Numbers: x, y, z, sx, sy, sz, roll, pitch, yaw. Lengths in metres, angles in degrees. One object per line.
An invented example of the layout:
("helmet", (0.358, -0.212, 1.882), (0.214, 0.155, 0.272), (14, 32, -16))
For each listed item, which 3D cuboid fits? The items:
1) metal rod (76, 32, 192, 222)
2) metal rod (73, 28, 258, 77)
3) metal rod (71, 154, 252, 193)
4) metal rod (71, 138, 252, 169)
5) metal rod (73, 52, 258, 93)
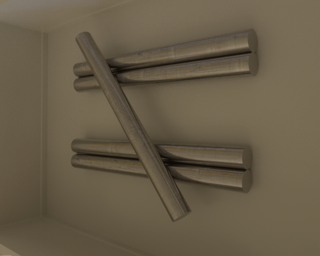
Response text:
("metal rod", (-0.045, -0.018, 0.410), (0.025, 0.025, 0.299), (-45, 63, 31))
("metal rod", (-0.018, -0.094, 0.420), (0.300, 0.025, 0.025), (1, 91, 40))
("metal rod", (-0.023, 0.056, 0.424), (0.300, 0.025, 0.025), (0, 90, 40))
("metal rod", (-0.023, 0.030, 0.423), (0.300, 0.025, 0.025), (0, 90, 40))
("metal rod", (-0.018, -0.069, 0.419), (0.300, 0.025, 0.025), (1, 91, 40))
